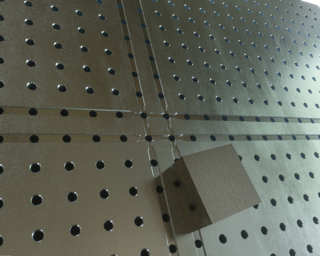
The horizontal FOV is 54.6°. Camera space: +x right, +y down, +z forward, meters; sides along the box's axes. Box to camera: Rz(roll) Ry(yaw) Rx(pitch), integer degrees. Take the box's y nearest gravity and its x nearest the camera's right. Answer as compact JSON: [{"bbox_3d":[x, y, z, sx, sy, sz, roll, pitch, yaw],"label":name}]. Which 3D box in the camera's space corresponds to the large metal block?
[{"bbox_3d":[0.063,0.072,0.382,0.081,0.050,0.080,-11,67,-33],"label":"large metal block"}]
